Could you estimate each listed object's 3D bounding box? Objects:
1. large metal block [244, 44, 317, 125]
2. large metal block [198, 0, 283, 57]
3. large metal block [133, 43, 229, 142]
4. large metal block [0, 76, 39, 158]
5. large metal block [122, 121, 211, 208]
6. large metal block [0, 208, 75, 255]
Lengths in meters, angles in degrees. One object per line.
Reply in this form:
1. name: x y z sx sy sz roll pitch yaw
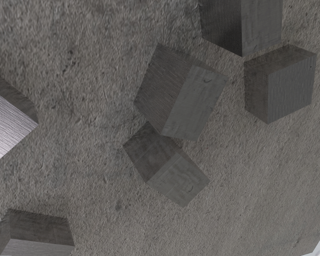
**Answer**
1. large metal block: 0.170 -0.063 0.444 0.081 0.050 0.080 -24 127 -14
2. large metal block: 0.084 -0.133 0.334 0.050 0.080 0.080 -23 127 -14
3. large metal block: 0.020 -0.042 0.356 0.050 0.080 0.079 12 112 -33
4. large metal block: -0.176 -0.012 0.287 0.080 0.050 0.080 -42 130 0
5. large metal block: 0.008 0.046 0.404 0.050 0.080 0.080 -45 129 3
6. large metal block: -0.169 0.157 0.395 0.080 0.050 0.080 26 104 -37
